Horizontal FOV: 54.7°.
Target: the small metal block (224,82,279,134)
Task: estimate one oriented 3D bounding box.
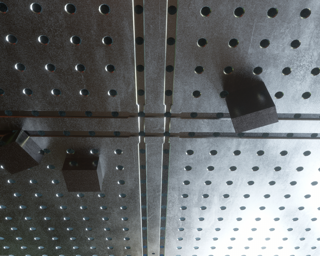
[{"bbox_3d":[0.109,-0.025,0.376,0.050,0.050,0.025,-17,128,13],"label":"small metal block"}]

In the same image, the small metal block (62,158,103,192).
[{"bbox_3d":[-0.116,0.072,0.471,0.050,0.025,0.050,0,130,-1],"label":"small metal block"}]

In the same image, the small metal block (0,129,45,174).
[{"bbox_3d":[-0.203,0.034,0.438,0.050,0.025,0.050,-19,128,15],"label":"small metal block"}]
